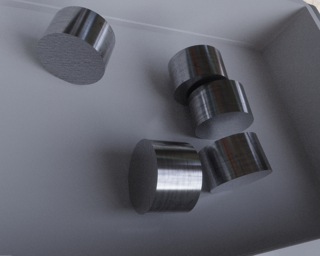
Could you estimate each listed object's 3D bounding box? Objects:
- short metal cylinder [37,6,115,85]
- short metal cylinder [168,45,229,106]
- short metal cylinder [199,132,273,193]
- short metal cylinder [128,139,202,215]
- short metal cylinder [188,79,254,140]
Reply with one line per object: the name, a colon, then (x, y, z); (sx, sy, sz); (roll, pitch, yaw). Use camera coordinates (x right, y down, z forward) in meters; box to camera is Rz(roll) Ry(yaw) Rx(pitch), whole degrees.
short metal cylinder: (-0.100, -0.098, 0.377); (0.080, 0.080, 0.050); (22, 54, -15)
short metal cylinder: (0.055, -0.073, 0.447); (0.081, 0.080, 0.050); (4, 60, -27)
short metal cylinder: (0.094, 0.046, 0.395); (0.081, 0.080, 0.050); (-4, 64, -30)
short metal cylinder: (0.003, 0.054, 0.341); (0.050, 0.080, 0.080); (6, 59, -25)
short metal cylinder: (0.083, -0.024, 0.432); (0.081, 0.080, 0.050); (4, 60, -27)
